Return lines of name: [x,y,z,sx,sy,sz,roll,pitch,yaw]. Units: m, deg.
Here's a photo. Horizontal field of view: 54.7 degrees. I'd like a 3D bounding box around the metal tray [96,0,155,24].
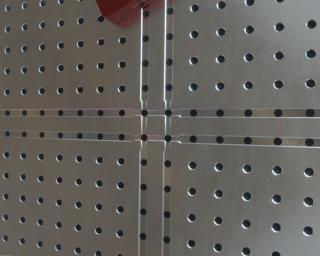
metal tray: [-0.033,-0.215,0.421,0.130,0.030,0.090,-25,82,17]
